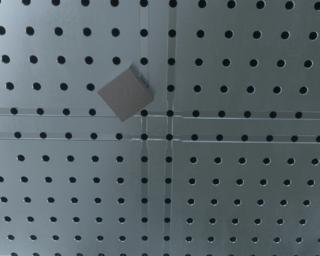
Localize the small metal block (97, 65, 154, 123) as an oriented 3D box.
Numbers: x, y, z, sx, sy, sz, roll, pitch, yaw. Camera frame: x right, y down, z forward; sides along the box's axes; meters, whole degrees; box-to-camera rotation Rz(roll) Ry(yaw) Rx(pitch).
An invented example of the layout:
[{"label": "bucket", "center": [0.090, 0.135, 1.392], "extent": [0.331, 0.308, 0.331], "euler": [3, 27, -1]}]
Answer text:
[{"label": "small metal block", "center": [-0.043, -0.044, 0.397], "extent": [0.050, 0.025, 0.050], "euler": [-35, 107, 12]}]
